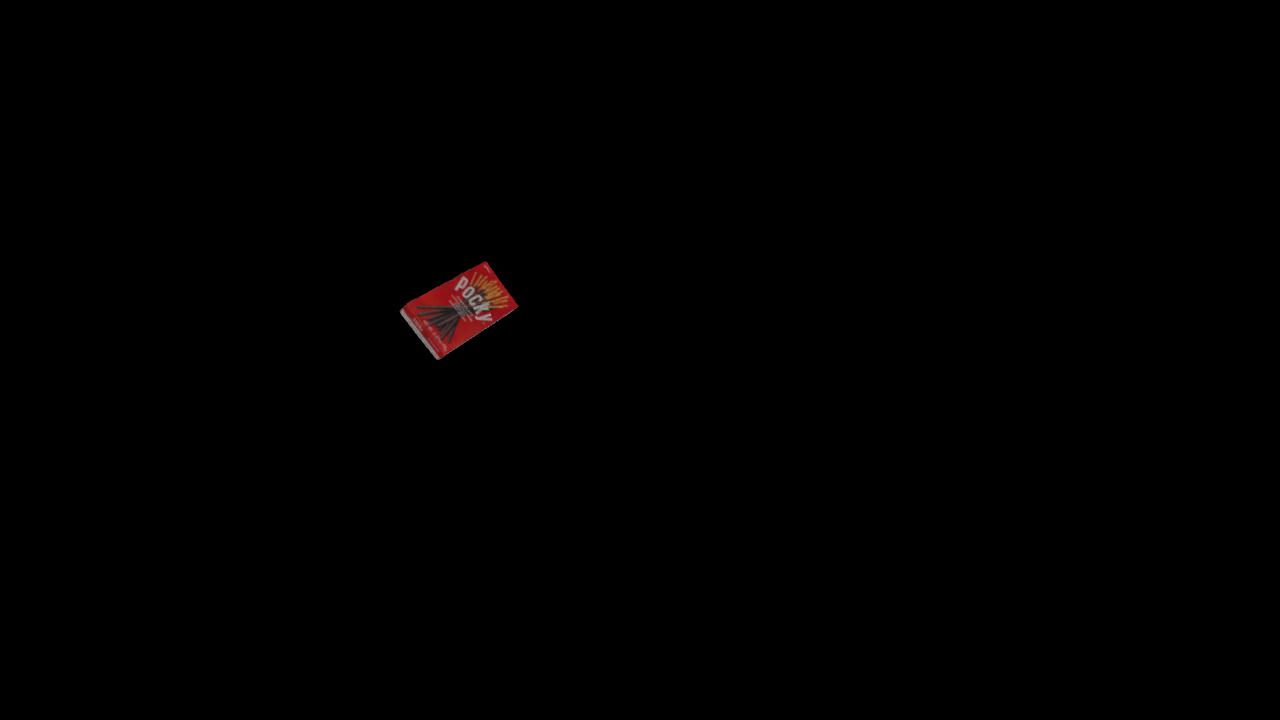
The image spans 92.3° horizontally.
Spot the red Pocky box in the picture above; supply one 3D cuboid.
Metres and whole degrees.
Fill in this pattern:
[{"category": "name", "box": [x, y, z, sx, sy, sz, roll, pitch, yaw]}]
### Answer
[{"category": "red Pocky box", "box": [-0.244, -0.072, 0.846, 0.028, 0.083, 0.155, -29, 11, 42]}]
